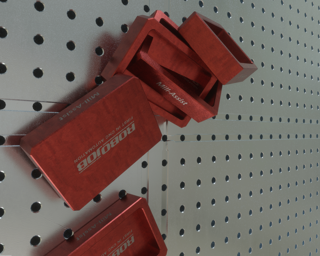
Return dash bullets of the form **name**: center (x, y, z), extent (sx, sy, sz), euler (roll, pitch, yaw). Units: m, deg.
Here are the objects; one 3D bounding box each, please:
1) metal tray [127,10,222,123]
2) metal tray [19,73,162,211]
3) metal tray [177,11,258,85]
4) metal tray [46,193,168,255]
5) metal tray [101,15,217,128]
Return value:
- **metal tray**: center (0.026, -0.078, 0.401), extent (0.130, 0.030, 0.090), euler (35, 52, -25)
- **metal tray**: center (-0.064, 0.012, 0.330), extent (0.131, 0.030, 0.090), euler (-40, 128, -25)
- **metal tray**: center (0.083, -0.104, 0.418), extent (0.090, 0.030, 0.131), euler (52, 26, 8)
- **metal tray**: center (-0.058, 0.149, 0.359), extent (0.131, 0.030, 0.090), euler (-33, 111, -35)
- **metal tray**: center (0.005, -0.065, 0.387), extent (0.131, 0.030, 0.090), euler (28, 98, -37)
